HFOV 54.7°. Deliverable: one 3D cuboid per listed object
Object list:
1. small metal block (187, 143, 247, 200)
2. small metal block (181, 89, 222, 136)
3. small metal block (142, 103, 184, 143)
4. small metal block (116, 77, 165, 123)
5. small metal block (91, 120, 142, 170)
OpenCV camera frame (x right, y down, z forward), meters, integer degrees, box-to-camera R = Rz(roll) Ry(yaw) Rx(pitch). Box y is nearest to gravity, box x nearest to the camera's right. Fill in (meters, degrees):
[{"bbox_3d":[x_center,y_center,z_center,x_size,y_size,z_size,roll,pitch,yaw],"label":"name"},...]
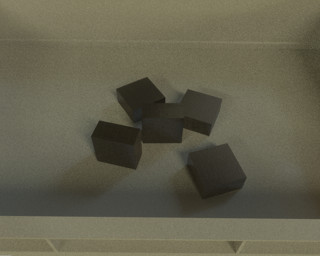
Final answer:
[{"bbox_3d":[0.065,0.050,0.364,0.050,0.025,0.050,-13,51,-11],"label":"small metal block"},{"bbox_3d":[0.052,-0.022,0.424,0.050,0.025,0.050,18,52,14],"label":"small metal block"},{"bbox_3d":[0.003,-0.005,0.393,0.050,0.050,0.025,0,50,-1],"label":"small metal block"},{"bbox_3d":[-0.027,-0.040,0.439,0.050,0.025,0.050,-25,55,-20],"label":"small metal block"},{"bbox_3d":[-0.050,0.021,0.370,0.050,0.050,0.025,11,51,9],"label":"small metal block"}]
